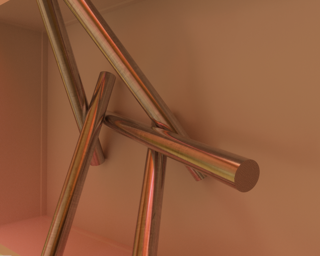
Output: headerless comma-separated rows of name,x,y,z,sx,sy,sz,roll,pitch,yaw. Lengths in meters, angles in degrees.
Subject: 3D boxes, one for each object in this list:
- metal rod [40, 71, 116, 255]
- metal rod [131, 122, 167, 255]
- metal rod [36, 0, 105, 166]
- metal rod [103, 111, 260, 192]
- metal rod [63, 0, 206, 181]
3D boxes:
metal rod,-0.109,0.058,0.410,0.025,0.025,0.299,-6,62,40
metal rod,-0.013,0.104,0.322,0.025,0.025,0.300,-25,44,37
metal rod,-0.125,-0.077,0.425,0.025,0.025,0.298,13,125,39
metal rod,-0.011,0.009,0.352,0.300,0.025,0.025,19,103,58
metal rod,-0.036,-0.065,0.359,0.025,0.025,0.299,-34,93,35
